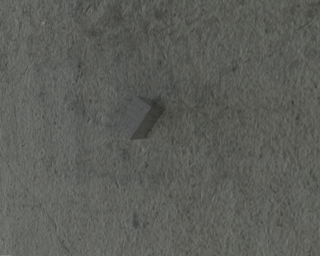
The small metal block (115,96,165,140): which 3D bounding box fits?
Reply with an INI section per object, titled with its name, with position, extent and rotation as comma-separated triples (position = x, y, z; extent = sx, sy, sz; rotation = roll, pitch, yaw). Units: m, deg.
[small metal block]
position = -0.025, -0.012, 0.405
extent = 0.025, 0.050, 0.050
rotation = 38, 102, 16
